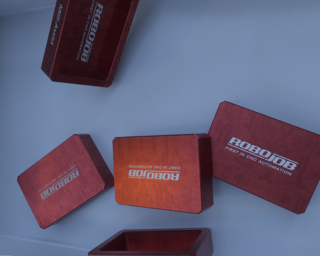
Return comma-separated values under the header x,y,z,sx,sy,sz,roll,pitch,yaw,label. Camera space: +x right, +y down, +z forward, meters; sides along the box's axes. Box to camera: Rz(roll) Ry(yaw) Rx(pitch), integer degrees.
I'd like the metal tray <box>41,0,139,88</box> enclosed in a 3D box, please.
x,y,z,sx,sy,sz,roll,pitch,yaw,label
-0.088,-0.119,0.390,0.030,0.091,0.129,40,117,38,metal tray

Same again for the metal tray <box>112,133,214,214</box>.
x,y,z,sx,sy,sz,roll,pitch,yaw,label
0.000,0.054,0.391,0.130,0.030,0.089,-3,89,34,metal tray

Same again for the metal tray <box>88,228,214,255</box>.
x,y,z,sx,sy,sz,roll,pitch,yaw,label
-0.008,0.152,0.378,0.130,0.090,0.030,-8,88,20,metal tray

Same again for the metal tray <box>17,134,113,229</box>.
x,y,z,sx,sy,sz,roll,pitch,yaw,label
-0.140,0.078,0.457,0.130,0.030,0.090,-35,79,16,metal tray

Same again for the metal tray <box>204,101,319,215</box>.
x,y,z,sx,sy,sz,roll,pitch,yaw,label
0.119,0.031,0.366,0.130,0.030,0.089,23,97,18,metal tray
